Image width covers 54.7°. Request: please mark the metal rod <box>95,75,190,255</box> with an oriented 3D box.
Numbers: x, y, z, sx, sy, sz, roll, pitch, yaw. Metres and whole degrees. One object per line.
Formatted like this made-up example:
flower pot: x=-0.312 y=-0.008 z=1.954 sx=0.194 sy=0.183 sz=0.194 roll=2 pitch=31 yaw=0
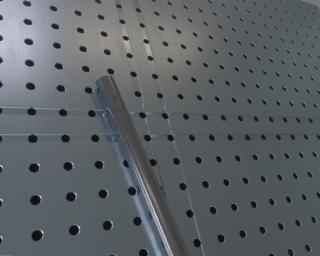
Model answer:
metal rod: x=-0.013 y=0.067 z=0.359 sx=0.025 sy=0.025 sz=0.299 roll=-12 pitch=68 yaw=-33
